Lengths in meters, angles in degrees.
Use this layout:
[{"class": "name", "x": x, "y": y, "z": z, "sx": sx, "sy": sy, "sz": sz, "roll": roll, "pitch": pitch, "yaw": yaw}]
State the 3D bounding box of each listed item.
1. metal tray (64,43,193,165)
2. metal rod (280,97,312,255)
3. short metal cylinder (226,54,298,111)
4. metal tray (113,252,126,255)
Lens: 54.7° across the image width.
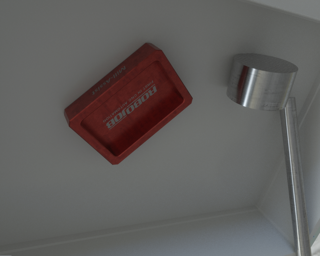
[{"class": "metal tray", "x": -0.034, "y": -0.026, "z": 0.371, "sx": 0.130, "sy": 0.030, "sz": 0.090, "roll": -40, "pitch": 130, "yaw": -1}, {"class": "metal rod", "x": 0.226, "y": 0.098, "z": 0.513, "sx": 0.025, "sy": 0.025, "sz": 0.298, "roll": -12, "pitch": 97, "yaw": -22}, {"class": "short metal cylinder", "x": 0.133, "y": -0.063, "z": 0.409, "sx": 0.081, "sy": 0.080, "sz": 0.050, "roll": -8, "pitch": 122, "yaw": -25}, {"class": "metal tray", "x": -0.108, "y": 0.272, "z": 0.519, "sx": 0.131, "sy": 0.030, "sz": 0.089, "roll": -21, "pitch": 127, "yaw": -16}]
